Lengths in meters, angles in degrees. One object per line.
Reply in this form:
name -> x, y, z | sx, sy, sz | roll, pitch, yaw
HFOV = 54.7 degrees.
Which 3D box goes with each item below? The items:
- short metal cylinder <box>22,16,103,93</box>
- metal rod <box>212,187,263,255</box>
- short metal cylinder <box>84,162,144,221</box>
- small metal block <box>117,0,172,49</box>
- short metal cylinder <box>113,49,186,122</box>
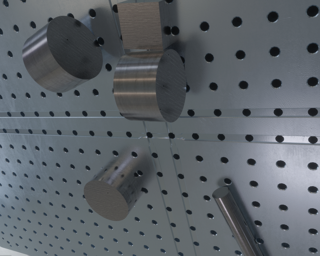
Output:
short metal cylinder -> -0.118, -0.089, 0.383 | 0.050, 0.080, 0.080 | -18, 109, 35
metal rod -> 0.152, 0.214, 0.463 | 0.025, 0.025, 0.299 | -17, 110, 35
short metal cylinder -> -0.073, 0.101, 0.496 | 0.080, 0.050, 0.079 | 13, 124, 21
small metal block -> -0.017, -0.116, 0.348 | 0.050, 0.025, 0.050 | 8, 122, 24
short metal cylinder -> -0.009, -0.047, 0.351 | 0.050, 0.080, 0.079 | 3, 120, 26
